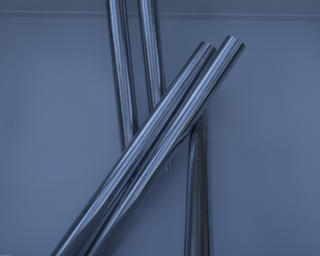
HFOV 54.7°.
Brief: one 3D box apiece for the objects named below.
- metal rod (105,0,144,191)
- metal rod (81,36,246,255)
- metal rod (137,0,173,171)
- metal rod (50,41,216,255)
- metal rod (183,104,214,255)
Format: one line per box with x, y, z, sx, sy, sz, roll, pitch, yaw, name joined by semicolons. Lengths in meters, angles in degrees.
-0.045;-0.070;0.372;0.025;0.025;0.298;-6;94;-2;metal rod
0.002;0.030;0.349;0.025;0.025;0.299;34;92;11;metal rod
-0.010;-0.095;0.376;0.025;0.025;0.298;-6;97;-2;metal rod
-0.027;0.028;0.355;0.025;0.025;0.300;34;85;11;metal rod
0.042;0.032;0.331;0.025;0.025;0.300;6;44;2;metal rod
